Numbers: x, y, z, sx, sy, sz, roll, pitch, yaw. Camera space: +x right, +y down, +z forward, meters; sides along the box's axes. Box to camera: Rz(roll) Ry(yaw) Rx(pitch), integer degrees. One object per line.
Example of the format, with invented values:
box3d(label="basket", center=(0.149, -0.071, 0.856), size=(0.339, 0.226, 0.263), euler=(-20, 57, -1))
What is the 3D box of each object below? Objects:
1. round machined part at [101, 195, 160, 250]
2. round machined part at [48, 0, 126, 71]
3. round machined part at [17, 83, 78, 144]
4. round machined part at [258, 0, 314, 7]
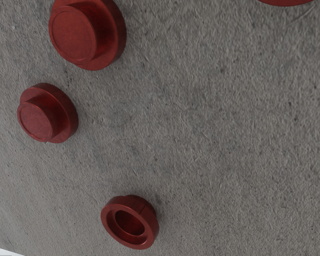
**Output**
box3d(label="round machined part", center=(-0.045, 0.150, 0.512), size=(0.098, 0.042, 0.097), euler=(13, 124, 21))
box3d(label="round machined part", center=(-0.094, -0.115, 0.374), size=(0.098, 0.042, 0.097), euler=(13, 124, 21))
box3d(label="round machined part", center=(-0.180, -0.017, 0.480), size=(0.098, 0.042, 0.097), euler=(13, 124, 21))
box3d(label="round machined part", center=(0.107, -0.151, 0.246), size=(0.098, 0.042, 0.097), euler=(13, 124, 21))
